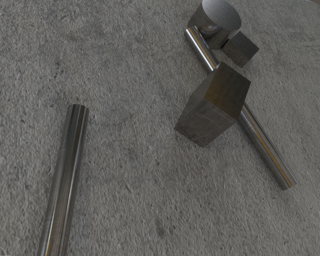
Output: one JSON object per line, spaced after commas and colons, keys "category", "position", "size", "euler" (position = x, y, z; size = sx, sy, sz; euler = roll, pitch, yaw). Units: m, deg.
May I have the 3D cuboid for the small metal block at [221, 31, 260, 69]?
{"category": "small metal block", "position": [0.149, -0.145, 0.572], "size": [0.050, 0.025, 0.050], "euler": [43, 51, 1]}

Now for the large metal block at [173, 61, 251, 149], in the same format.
{"category": "large metal block", "position": [0.072, -0.031, 0.426], "size": [0.050, 0.080, 0.080], "euler": [34, 51, -6]}

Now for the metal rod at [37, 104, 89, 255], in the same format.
{"category": "metal rod", "position": [-0.098, 0.106, 0.285], "size": [0.025, 0.025, 0.299], "euler": [14, 56, -20]}

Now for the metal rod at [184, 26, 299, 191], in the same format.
{"category": "metal rod", "position": [0.122, -0.040, 0.493], "size": [0.025, 0.025, 0.299], "euler": [-18, 71, -35]}

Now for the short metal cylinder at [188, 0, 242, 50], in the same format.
{"category": "short metal cylinder", "position": [0.097, -0.187, 0.554], "size": [0.081, 0.050, 0.080], "euler": [14, 56, -21]}
